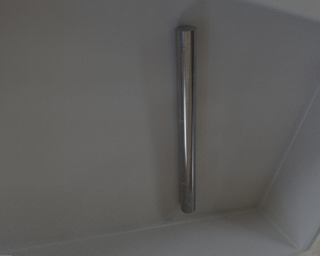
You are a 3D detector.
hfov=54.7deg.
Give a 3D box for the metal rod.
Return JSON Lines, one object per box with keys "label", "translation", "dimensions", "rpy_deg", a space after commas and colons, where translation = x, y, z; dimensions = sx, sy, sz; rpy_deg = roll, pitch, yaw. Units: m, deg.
{"label": "metal rod", "translation": [0.038, 0.010, 0.437], "dimensions": [0.025, 0.025, 0.298], "rpy_deg": [-17, 126, -19]}
